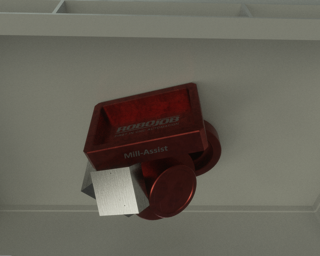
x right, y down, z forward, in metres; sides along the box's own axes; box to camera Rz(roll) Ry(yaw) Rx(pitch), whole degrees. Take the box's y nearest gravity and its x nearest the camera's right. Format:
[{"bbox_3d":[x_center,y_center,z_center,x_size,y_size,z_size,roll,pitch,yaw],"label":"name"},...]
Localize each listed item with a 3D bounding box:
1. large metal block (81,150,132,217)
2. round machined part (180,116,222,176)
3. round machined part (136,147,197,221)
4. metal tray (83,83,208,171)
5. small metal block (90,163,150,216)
[{"bbox_3d":[-0.053,0.061,0.423,0.050,0.080,0.080,-36,122,26],"label":"large metal block"},{"bbox_3d":[0.030,0.021,0.416,0.099,0.042,0.097,-1,130,0],"label":"round machined part"},{"bbox_3d":[0.006,0.070,0.379,0.099,0.042,0.097,-12,112,-31],"label":"round machined part"},{"bbox_3d":[-0.016,-0.004,0.360,0.131,0.090,0.030,-11,130,9],"label":"metal tray"},{"bbox_3d":[-0.044,0.067,0.343,0.050,0.025,0.050,-11,92,25],"label":"small metal block"}]
